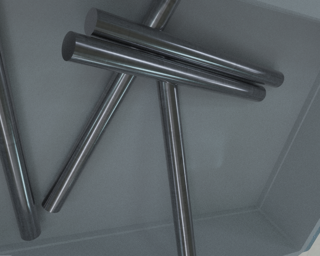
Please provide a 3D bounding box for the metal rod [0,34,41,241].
[{"bbox_3d":[-0.160,0.008,0.326,0.025,0.025,0.298,-11,123,-23],"label":"metal rod"}]

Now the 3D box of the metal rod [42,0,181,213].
[{"bbox_3d":[-0.062,-0.024,0.361,0.025,0.025,0.299,22,107,-37],"label":"metal rod"}]

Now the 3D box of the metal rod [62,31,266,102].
[{"bbox_3d":[0.035,-0.059,0.358,0.302,0.025,0.025,4,117,-42],"label":"metal rod"}]

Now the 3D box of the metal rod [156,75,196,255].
[{"bbox_3d":[0.023,0.061,0.395,0.025,0.025,0.298,-12,103,-22],"label":"metal rod"}]

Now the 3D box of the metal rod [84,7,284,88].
[{"bbox_3d":[0.056,-0.083,0.367,0.302,0.025,0.025,5,116,-39],"label":"metal rod"}]
